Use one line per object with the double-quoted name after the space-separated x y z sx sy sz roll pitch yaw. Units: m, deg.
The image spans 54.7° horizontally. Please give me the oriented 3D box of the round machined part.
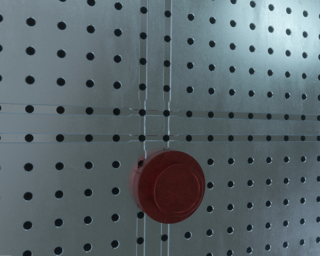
0.017 0.079 0.411 0.099 0.042 0.097 0 90 -21 "round machined part"
